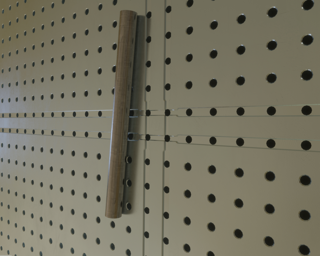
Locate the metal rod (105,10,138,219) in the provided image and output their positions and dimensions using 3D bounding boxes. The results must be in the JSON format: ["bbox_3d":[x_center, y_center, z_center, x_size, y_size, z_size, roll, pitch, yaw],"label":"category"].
[{"bbox_3d":[-0.057,-0.017,0.454,0.025,0.025,0.298,8,95,39],"label":"metal rod"}]
